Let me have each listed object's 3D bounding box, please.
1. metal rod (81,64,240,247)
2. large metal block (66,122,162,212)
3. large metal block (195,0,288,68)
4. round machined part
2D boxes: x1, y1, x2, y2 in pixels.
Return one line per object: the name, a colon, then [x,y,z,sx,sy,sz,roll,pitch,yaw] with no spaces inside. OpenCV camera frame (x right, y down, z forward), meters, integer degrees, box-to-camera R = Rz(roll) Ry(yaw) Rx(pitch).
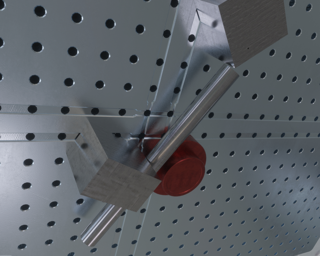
metal rod: [-0.005,0.042,0.408,0.025,0.025,0.299,33,101,-38]
large metal block: [-0.057,0.047,0.373,0.080,0.080,0.050,30,101,-38]
large metal block: [0.097,-0.132,0.367,0.080,0.050,0.080,-33,129,-7]
round machined part: [0.026,0.061,0.452,0.099,0.042,0.097,-14,125,-21]
